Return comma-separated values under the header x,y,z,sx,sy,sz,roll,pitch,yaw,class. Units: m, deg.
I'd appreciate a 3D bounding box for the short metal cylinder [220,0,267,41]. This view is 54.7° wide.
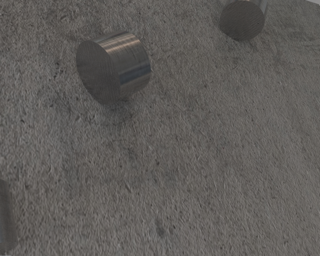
x,y,z,sx,sy,sz,roll,pitch,yaw,class
0.158,-0.214,0.584,0.080,0.080,0.050,31,52,-9,short metal cylinder

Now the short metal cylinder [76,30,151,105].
x,y,z,sx,sy,sz,roll,pitch,yaw,class
-0.058,-0.075,0.383,0.050,0.080,0.080,-33,81,-38,short metal cylinder

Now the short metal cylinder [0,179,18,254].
x,y,z,sx,sy,sz,roll,pitch,yaw,class
-0.157,0.076,0.237,0.081,0.080,0.050,-7,66,-31,short metal cylinder
